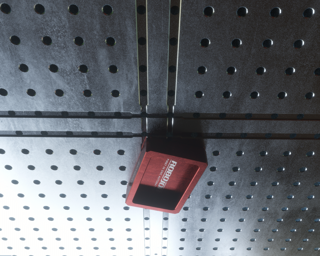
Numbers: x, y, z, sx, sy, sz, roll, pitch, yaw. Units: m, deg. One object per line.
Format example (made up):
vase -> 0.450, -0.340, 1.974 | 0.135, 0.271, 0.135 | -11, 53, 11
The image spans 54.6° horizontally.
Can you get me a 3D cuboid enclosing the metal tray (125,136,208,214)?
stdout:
metal tray -> 0.006, 0.076, 0.472 | 0.091, 0.030, 0.129 | 13, 129, -12
